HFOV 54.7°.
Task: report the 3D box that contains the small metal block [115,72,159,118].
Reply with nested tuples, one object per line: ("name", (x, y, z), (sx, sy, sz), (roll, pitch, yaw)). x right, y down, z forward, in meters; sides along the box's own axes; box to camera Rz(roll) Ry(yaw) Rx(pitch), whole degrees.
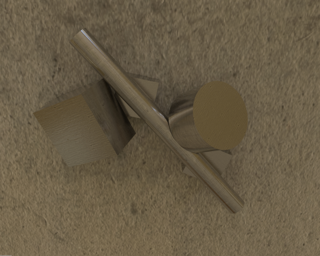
("small metal block", (-0.031, -0.042, 0.396), (0.050, 0.025, 0.050), (11, 110, -5))

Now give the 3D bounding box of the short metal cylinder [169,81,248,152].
("short metal cylinder", (0.058, -0.011, 0.373), (0.081, 0.050, 0.080), (5, 80, -29))

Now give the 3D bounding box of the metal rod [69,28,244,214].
("metal rod", (0.007, 0.002, 0.385), (0.025, 0.025, 0.300), (-39, 106, 13))

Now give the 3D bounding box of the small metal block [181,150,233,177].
("small metal block", (0.064, 0.044, 0.429), (0.050, 0.025, 0.050), (23, 108, -9))

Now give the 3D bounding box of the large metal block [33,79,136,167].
("large metal block", (-0.090, -0.005, 0.377), (0.080, 0.050, 0.080), (-15, 112, 30))
